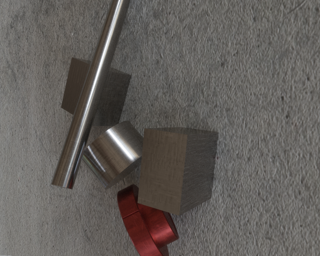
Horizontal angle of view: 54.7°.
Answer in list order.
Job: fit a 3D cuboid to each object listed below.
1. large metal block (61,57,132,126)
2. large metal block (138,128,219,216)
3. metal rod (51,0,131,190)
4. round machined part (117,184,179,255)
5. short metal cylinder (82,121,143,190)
[{"bbox_3d":[-0.097,-0.054,0.466,0.080,0.050,0.079,27,107,36],"label":"large metal block"},{"bbox_3d":[0.023,0.042,0.345,0.050,0.080,0.079,8,95,31],"label":"large metal block"},{"bbox_3d":[-0.080,-0.071,0.400,0.025,0.025,0.299,-1,68,39],"label":"metal rod"},{"bbox_3d":[-0.011,0.112,0.377,0.042,0.098,0.098,-27,70,0],"label":"round machined part"},{"bbox_3d":[-0.055,0.035,0.405,0.050,0.080,0.080,49,120,8],"label":"short metal cylinder"}]
